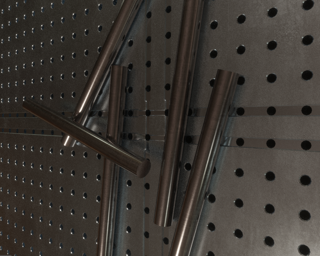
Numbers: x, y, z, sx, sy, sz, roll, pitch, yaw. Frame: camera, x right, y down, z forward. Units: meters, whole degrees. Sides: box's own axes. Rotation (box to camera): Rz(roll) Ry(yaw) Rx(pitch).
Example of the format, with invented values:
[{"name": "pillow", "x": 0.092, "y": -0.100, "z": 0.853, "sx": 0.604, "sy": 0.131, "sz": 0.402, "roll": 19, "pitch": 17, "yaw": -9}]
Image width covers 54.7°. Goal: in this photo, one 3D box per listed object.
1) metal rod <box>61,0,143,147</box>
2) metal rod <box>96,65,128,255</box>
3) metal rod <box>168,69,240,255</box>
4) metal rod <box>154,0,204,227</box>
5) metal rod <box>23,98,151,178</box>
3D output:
[{"name": "metal rod", "x": -0.090, "y": -0.093, "z": 0.480, "sx": 0.025, "sy": 0.025, "sz": 0.298, "roll": 45, "pitch": 116, "yaw": 30}, {"name": "metal rod", "x": -0.073, "y": 0.058, "z": 0.466, "sx": 0.025, "sy": 0.025, "sz": 0.298, "roll": 9, "pitch": 96, "yaw": 39}, {"name": "metal rod", "x": 0.043, "y": 0.080, "z": 0.372, "sx": 0.025, "sy": 0.025, "sz": 0.298, "roll": 22, "pitch": 104, "yaw": 37}, {"name": "metal rod", "x": 0.024, "y": -0.023, "z": 0.388, "sx": 0.025, "sy": 0.025, "sz": 0.298, "roll": 13, "pitch": 98, "yaw": 39}, {"name": "metal rod", "x": -0.130, "y": 0.004, "z": 0.479, "sx": 0.300, "sy": 0.025, "sz": 0.025, "roll": 23, "pitch": 105, "yaw": 37}]
